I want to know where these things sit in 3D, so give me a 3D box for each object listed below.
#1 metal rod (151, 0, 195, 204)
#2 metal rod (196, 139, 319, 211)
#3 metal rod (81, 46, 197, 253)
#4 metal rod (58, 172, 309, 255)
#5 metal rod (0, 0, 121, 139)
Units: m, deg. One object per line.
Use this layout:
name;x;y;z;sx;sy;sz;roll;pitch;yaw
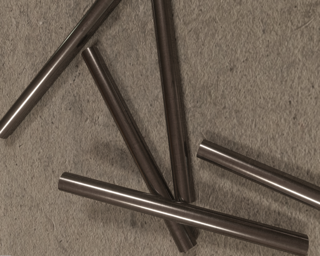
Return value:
metal rod;0.015;-0.053;0.403;0.025;0.025;0.298;-8;87;19
metal rod;0.183;0.081;0.344;0.301;0.025;0.025;23;98;18
metal rod;-0.032;0.022;0.419;0.025;0.025;0.299;-30;80;17
metal rod;0.019;0.101;0.376;0.301;0.025;0.025;13;94;9
metal rod;-0.154;-0.096;0.461;0.299;0.025;0.025;-46;76;14
